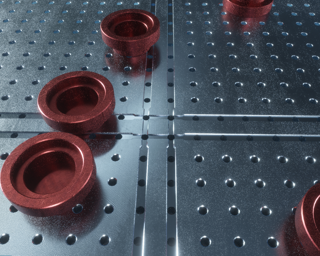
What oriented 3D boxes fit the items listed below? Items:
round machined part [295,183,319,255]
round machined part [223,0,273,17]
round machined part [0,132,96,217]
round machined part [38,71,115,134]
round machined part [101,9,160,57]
[{"bbox_3d":[0.186,0.104,0.310,0.099,0.042,0.098,0,50,0],"label":"round machined part"},{"bbox_3d":[0.178,-0.267,0.622,0.099,0.042,0.098,0,50,0],"label":"round machined part"},{"bbox_3d":[-0.121,0.055,0.350,0.099,0.042,0.098,0,50,0],"label":"round machined part"},{"bbox_3d":[-0.110,-0.030,0.422,0.099,0.042,0.098,0,50,0],"label":"round machined part"},{"bbox_3d":[-0.049,-0.160,0.531,0.099,0.042,0.098,0,50,0],"label":"round machined part"}]
